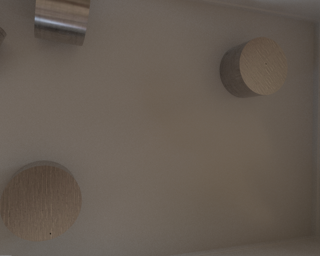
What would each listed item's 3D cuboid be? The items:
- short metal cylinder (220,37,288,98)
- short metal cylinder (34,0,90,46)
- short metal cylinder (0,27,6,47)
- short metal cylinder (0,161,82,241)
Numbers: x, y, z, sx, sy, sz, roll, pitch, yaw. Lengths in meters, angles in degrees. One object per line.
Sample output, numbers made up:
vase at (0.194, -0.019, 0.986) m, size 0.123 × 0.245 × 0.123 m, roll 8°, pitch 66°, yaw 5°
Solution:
short metal cylinder at (0.135, -0.085, 0.449) m, size 0.081 × 0.050 × 0.079 m, roll 0°, pitch 90°, yaw -21°
short metal cylinder at (-0.107, -0.135, 0.342) m, size 0.050 × 0.080 × 0.080 m, roll 6°, pitch 88°, yaw -20°
short metal cylinder at (-0.204, -0.092, 0.306) m, size 0.080 × 0.080 × 0.050 m, roll 26°, pitch 82°, yaw -19°
short metal cylinder at (-0.132, 0.079, 0.349) m, size 0.081 × 0.050 × 0.079 m, roll 0°, pitch 90°, yaw -21°
